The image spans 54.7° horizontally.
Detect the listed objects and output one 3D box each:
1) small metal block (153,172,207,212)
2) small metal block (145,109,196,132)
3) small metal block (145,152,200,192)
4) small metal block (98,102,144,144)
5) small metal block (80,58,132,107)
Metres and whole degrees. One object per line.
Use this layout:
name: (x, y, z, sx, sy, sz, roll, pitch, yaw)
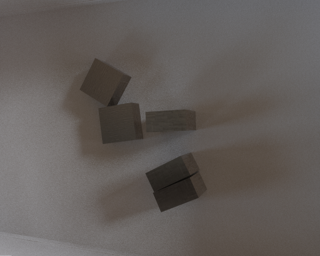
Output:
small metal block: (0.026, 0.079, 0.387, 0.050, 0.050, 0.025, -26, 82, 18)
small metal block: (0.015, -0.008, 0.391, 0.050, 0.050, 0.025, -3, 89, 19)
small metal block: (0.017, 0.055, 0.391, 0.050, 0.050, 0.025, -29, 81, 17)
small metal block: (-0.054, -0.006, 0.428, 0.050, 0.025, 0.050, -8, 88, 19)
small metal block: (-0.077, -0.063, 0.436, 0.050, 0.025, 0.050, 32, 100, 17)
